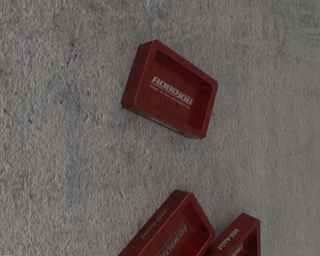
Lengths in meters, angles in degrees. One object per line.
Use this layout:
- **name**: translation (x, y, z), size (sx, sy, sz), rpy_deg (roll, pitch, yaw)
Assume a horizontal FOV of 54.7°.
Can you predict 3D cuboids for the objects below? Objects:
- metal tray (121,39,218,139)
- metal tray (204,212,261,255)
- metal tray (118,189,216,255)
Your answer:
- **metal tray**: translation (0.019, -0.047, 0.416), size (0.131, 0.030, 0.090), rpy_deg (25, 74, -37)
- **metal tray**: translation (0.109, 0.204, 0.479), size (0.131, 0.030, 0.089), rpy_deg (-30, 122, -36)
- **metal tray**: translation (0.013, 0.158, 0.412), size (0.131, 0.030, 0.090), rpy_deg (-44, 116, -31)
